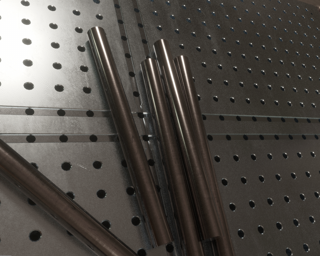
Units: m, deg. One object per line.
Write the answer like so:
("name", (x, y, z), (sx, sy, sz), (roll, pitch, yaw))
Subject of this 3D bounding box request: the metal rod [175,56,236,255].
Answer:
("metal rod", (0.055, 0.024, 0.424), (0.025, 0.025, 0.299), (5, 59, -26))

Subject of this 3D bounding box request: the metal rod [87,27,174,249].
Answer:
("metal rod", (-0.044, -0.005, 0.388), (0.025, 0.025, 0.299), (-6, 65, -31))

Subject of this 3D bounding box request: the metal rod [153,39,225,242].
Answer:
("metal rod", (0.031, -0.004, 0.418), (0.025, 0.025, 0.299), (3, 57, -27))

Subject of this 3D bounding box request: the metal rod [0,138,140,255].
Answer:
("metal rod", (-0.076, 0.097, 0.308), (0.300, 0.025, 0.025), (41, 51, -1))

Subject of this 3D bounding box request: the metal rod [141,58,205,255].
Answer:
("metal rod", (0.013, 0.037, 0.394), (0.025, 0.025, 0.299), (2, 61, -28))
